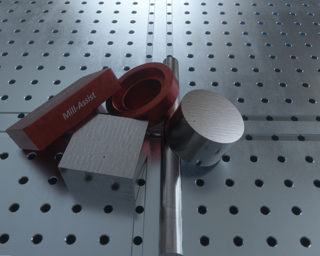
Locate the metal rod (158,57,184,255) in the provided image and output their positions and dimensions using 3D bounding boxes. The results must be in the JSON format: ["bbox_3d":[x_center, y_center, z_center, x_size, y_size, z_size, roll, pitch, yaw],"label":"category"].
[{"bbox_3d":[0.014,0.011,0.399,0.025,0.025,0.300,1,50,1],"label":"metal rod"}]

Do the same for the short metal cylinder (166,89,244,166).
[{"bbox_3d":[0.053,-0.001,0.375,0.081,0.050,0.080,13,48,-15],"label":"short metal cylinder"}]

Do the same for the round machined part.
[{"bbox_3d":[-0.019,-0.038,0.412,0.098,0.042,0.098,-17,46,19],"label":"round machined part"}]

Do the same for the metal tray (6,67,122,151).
[{"bbox_3d":[-0.121,-0.025,0.392,0.131,0.030,0.090,-44,24,-30],"label":"metal tray"}]

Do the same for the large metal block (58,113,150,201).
[{"bbox_3d":[-0.060,0.032,0.364,0.080,0.050,0.080,8,51,6],"label":"large metal block"}]
